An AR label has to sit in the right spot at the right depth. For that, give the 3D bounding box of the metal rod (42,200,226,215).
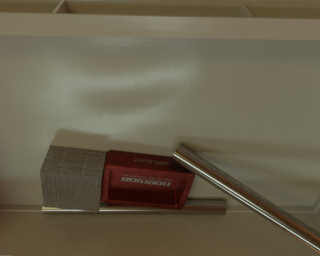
[{"bbox_3d":[-0.041,0.133,0.522,0.302,0.025,0.025,1,130,-1],"label":"metal rod"}]

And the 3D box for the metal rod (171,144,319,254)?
[{"bbox_3d":[0.149,0.113,0.430,0.301,0.025,0.025,32,126,4],"label":"metal rod"}]

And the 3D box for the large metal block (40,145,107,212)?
[{"bbox_3d":[-0.125,0.076,0.455,0.081,0.050,0.079,7,130,-7],"label":"large metal block"}]

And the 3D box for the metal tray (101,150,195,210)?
[{"bbox_3d":[-0.020,0.082,0.475,0.131,0.030,0.089,7,130,-7],"label":"metal tray"}]
